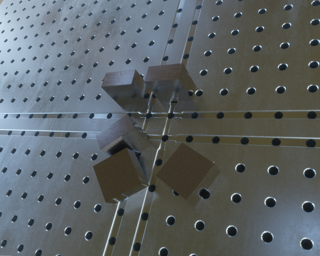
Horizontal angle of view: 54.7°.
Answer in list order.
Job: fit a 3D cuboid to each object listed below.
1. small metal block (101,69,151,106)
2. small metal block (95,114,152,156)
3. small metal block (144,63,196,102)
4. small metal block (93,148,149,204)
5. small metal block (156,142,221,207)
[{"bbox_3d":[-0.048,-0.058,0.451,0.050,0.050,0.025,-2,61,27],"label":"small metal block"},{"bbox_3d":[-0.047,0.016,0.405,0.050,0.050,0.025,-34,51,6],"label":"small metal block"},{"bbox_3d":[0.015,-0.060,0.420,0.050,0.050,0.025,0,62,28],"label":"small metal block"},{"bbox_3d":[-0.049,0.060,0.389,0.050,0.025,0.050,-30,66,9],"label":"small metal block"},{"bbox_3d":[0.032,0.053,0.358,0.050,0.025,0.050,33,80,38],"label":"small metal block"}]
